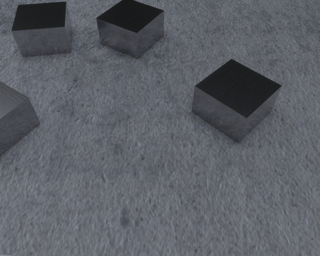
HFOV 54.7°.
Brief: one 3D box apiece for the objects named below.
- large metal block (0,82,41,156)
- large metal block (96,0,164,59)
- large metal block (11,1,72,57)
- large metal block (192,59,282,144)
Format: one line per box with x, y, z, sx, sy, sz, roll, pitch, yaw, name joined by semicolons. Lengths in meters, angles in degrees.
-0.219;-0.013;0.395;0.080;0.050;0.080;27;55;20;large metal block
-0.048;-0.173;0.531;0.080;0.050;0.080;26;54;20;large metal block
-0.196;-0.169;0.526;0.081;0.050;0.080;-7;50;-6;large metal block
0.102;-0.039;0.421;0.080;0.050;0.080;37;59;26;large metal block
